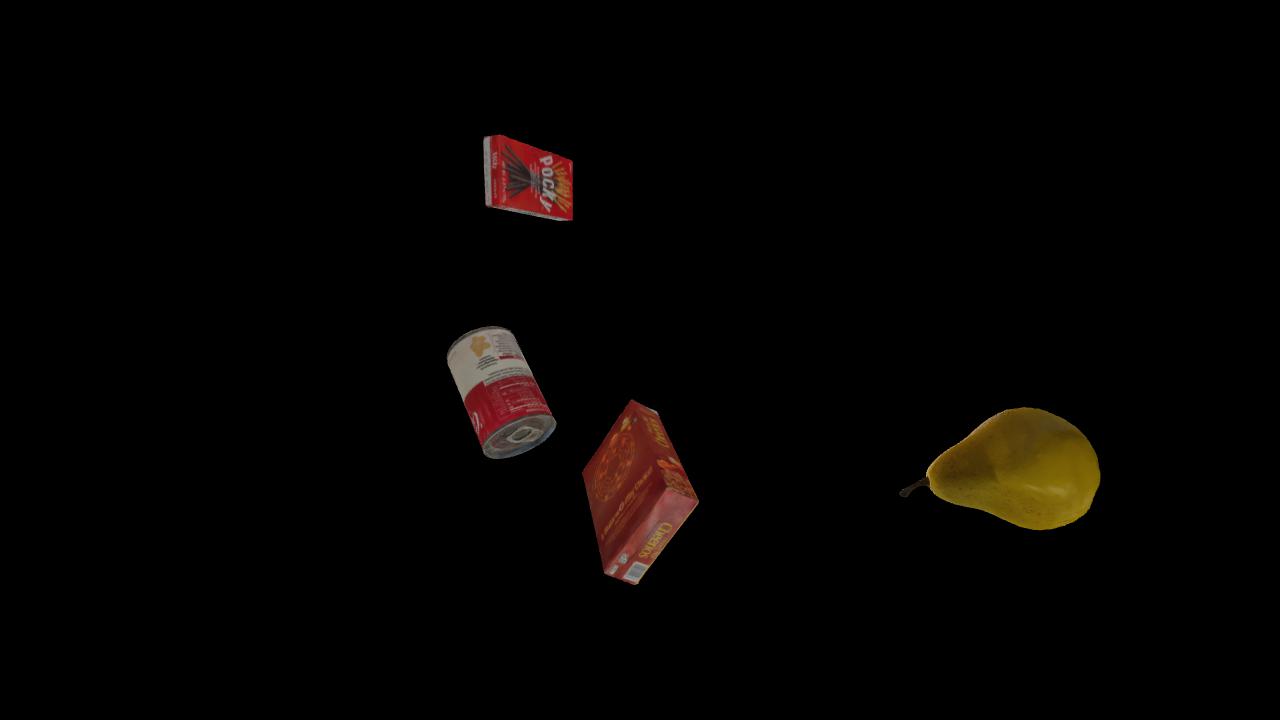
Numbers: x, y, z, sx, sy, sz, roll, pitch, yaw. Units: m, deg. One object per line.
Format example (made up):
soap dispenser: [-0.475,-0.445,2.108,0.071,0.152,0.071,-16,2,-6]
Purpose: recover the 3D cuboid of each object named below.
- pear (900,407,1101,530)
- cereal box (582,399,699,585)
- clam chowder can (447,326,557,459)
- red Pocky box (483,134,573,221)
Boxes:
pear: [0.230,0.071,0.404,0.111,0.080,0.080,0,0,8]
cereal box: [-0.012,0.235,1.163,0.081,0.203,0.306,27,16,-23]
clam chowder can: [-0.126,0.028,0.554,0.068,0.102,0.068,-24,-25,-12]
red Pocky box: [-0.136,-0.226,0.777,0.028,0.083,0.155,2,6,27]
